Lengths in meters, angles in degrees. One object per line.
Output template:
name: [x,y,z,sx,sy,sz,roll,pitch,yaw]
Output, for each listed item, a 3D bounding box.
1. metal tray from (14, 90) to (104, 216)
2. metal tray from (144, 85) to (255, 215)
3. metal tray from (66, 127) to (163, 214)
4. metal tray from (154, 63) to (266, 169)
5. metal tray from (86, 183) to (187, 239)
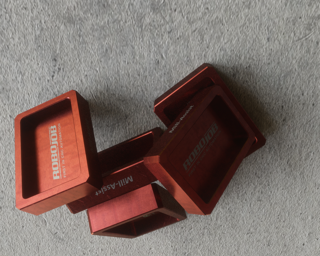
metal tray: [-0.124,0.026,0.368,0.090,0.130,0.030,-23,147,7]
metal tray: [0.052,0.023,0.361,0.090,0.030,0.130,50,58,-16]
metal tray: [-0.053,0.050,0.394,0.130,0.090,0.030,-23,109,8]
metal tray: [0.065,-0.007,0.406,0.090,0.030,0.130,-37,107,12]
metal tray: [-0.024,0.113,0.406,0.090,0.130,0.030,-23,64,8]
